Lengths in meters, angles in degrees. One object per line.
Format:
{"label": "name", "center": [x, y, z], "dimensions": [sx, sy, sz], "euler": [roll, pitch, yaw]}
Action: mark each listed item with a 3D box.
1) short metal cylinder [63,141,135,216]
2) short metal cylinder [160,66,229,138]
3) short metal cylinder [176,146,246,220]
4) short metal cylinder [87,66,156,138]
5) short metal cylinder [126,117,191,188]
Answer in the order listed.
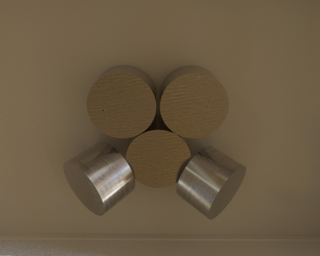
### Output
{"label": "short metal cylinder", "center": [-0.078, 0.064, 0.397], "dimensions": [0.050, 0.080, 0.080], "euler": [-35, 114, -35]}
{"label": "short metal cylinder", "center": [0.040, -0.034, 0.385], "dimensions": [0.081, 0.050, 0.079], "euler": [0, 110, -1]}
{"label": "short metal cylinder", "center": [0.067, 0.070, 0.400], "dimensions": [0.050, 0.081, 0.079], "euler": [33, 112, 30]}
{"label": "short metal cylinder", "center": [-0.045, -0.033, 0.382], "dimensions": [0.081, 0.050, 0.079], "euler": [0, 110, -1]}
{"label": "short metal cylinder", "center": [-0.002, 0.031, 0.406], "dimensions": [0.081, 0.050, 0.079], "euler": [0, 110, -1]}
